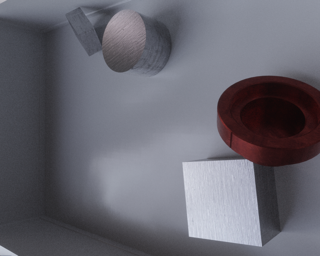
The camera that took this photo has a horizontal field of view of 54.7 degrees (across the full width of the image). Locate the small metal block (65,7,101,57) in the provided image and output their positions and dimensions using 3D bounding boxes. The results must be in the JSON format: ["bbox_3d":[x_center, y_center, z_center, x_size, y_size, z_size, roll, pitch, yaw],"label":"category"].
[{"bbox_3d":[-0.118,-0.149,0.482,0.025,0.050,0.050,-31,65,-8],"label":"small metal block"}]

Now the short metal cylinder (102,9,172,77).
[{"bbox_3d":[-0.032,-0.111,0.415,0.080,0.050,0.079,0,90,39],"label":"short metal cylinder"}]

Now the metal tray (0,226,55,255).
[{"bbox_3d":[-0.228,0.246,0.543,0.030,0.091,0.130,-49,66,24],"label":"metal tray"}]

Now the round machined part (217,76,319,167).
[{"bbox_3d":[0.102,-0.003,0.286,0.098,0.099,0.042,33,147,34],"label":"round machined part"}]

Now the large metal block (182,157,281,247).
[{"bbox_3d":[0.075,0.072,0.328,0.080,0.050,0.080,-8,85,39],"label":"large metal block"}]
